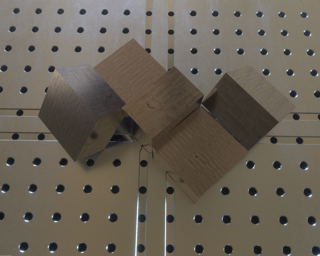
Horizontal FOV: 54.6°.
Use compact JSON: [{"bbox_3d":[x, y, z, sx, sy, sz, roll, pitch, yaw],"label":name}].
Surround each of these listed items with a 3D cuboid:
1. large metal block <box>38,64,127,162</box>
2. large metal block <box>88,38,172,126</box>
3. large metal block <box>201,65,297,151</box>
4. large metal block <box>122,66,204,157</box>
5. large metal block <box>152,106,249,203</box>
[{"bbox_3d":[-0.096,-0.020,0.382,0.080,0.080,0.050,47,38,15],"label":"large metal block"},{"bbox_3d":[-0.039,-0.059,0.420,0.080,0.050,0.080,-40,76,-12],"label":"large metal block"},{"bbox_3d":[0.112,-0.029,0.387,0.080,0.050,0.081,47,37,14],"label":"large metal block"},{"bbox_3d":[0.003,-0.018,0.389,0.080,0.080,0.050,-40,76,-13],"label":"large metal block"},{"bbox_3d":[0.048,0.034,0.386,0.080,0.050,0.080,-39,73,-13],"label":"large metal block"}]
